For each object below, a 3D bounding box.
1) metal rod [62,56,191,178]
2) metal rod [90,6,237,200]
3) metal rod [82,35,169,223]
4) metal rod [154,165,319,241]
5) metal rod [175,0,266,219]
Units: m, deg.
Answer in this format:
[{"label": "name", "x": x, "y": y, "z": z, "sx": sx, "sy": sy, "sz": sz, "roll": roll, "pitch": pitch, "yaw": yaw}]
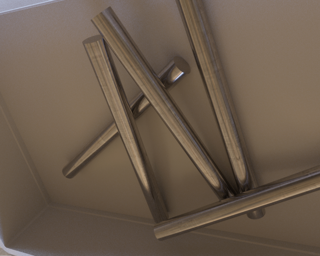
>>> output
[{"label": "metal rod", "x": -0.066, "y": 0.002, "z": 0.442, "sx": 0.025, "sy": 0.025, "sz": 0.299, "roll": 47, "pitch": 129, "yaw": -5}, {"label": "metal rod", "x": 0.022, "y": -0.004, "z": 0.368, "sx": 0.025, "sy": 0.025, "sz": 0.299, "roll": -21, "pitch": 116, "yaw": 35}, {"label": "metal rod", "x": -0.035, "y": 0.024, "z": 0.413, "sx": 0.025, "sy": 0.025, "sz": 0.298, "roll": 2, "pitch": 128, "yaw": 27}, {"label": "metal rod", "x": 0.117, "y": 0.083, "z": 0.367, "sx": 0.300, "sy": 0.025, "sz": 0.025, "roll": -28, "pitch": 103, "yaw": 27}, {"label": "metal rod", "x": 0.074, "y": -0.017, "z": 0.357, "sx": 0.025, "sy": 0.025, "sz": 0.299, "roll": -9, "pitch": 114, "yaw": 32}]
